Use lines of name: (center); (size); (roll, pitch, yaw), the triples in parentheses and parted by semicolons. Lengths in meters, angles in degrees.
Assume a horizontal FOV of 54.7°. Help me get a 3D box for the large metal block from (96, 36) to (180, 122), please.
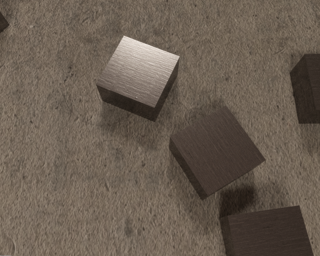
large metal block: (-0.027, -0.065, 0.418); (0.080, 0.050, 0.080); (22, 71, 7)

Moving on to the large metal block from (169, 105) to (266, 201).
large metal block: (0.067, 0.032, 0.384); (0.080, 0.050, 0.080); (-29, 73, -10)

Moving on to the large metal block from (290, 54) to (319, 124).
large metal block: (0.231, -0.052, 0.417); (0.081, 0.050, 0.080); (-1, 70, -1)

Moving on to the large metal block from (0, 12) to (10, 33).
large metal block: (-0.279, -0.176, 0.440); (0.080, 0.080, 0.050); (35, 74, 11)

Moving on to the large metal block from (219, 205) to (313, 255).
large metal block: (0.118, 0.135, 0.347); (0.081, 0.050, 0.080); (-7, 70, -3)
